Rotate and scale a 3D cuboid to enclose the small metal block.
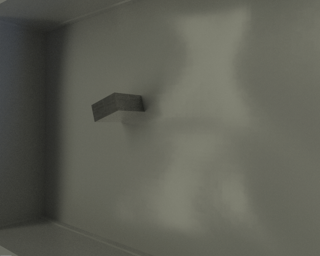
[{"bbox_3d":[-0.059,-0.028,0.437,0.050,0.050,0.025,-22,77,37],"label":"small metal block"}]
